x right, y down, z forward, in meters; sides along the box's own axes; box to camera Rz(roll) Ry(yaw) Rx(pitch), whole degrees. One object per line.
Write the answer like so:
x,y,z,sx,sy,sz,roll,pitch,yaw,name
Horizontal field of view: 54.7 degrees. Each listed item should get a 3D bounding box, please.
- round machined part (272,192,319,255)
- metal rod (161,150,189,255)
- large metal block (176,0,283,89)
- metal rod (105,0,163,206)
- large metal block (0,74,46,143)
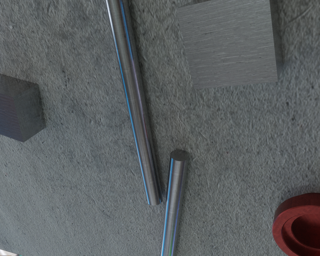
0.188,0.116,0.369,0.098,0.042,0.097,13,124,20,round machined part
0.017,0.161,0.495,0.025,0.025,0.298,17,125,18,metal rod
0.071,-0.087,0.299,0.080,0.050,0.080,-2,118,28,large metal block
-0.029,-0.019,0.408,0.025,0.025,0.298,5,121,25,metal rod
-0.237,-0.033,0.492,0.080,0.050,0.079,16,125,19,large metal block
